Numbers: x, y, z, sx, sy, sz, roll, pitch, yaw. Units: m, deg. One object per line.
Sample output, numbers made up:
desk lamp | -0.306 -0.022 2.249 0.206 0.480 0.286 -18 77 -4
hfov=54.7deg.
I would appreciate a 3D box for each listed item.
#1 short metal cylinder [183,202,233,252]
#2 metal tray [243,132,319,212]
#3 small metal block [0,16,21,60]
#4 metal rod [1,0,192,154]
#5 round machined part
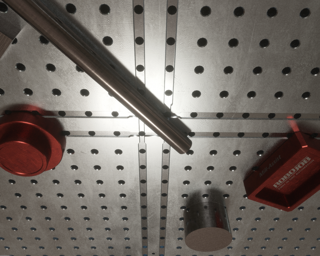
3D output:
short metal cylinder | 0.083 0.175 0.545 0.081 0.050 0.079 0 130 0
metal tray | 0.203 0.072 0.472 0.091 0.030 0.129 21 127 -17
small metal block | -0.186 -0.097 0.326 0.050 0.025 0.050 35 121 -27
metal rod | -0.063 -0.060 0.359 0.025 0.025 0.300 -33 123 25
round machined part | -0.183 0.029 0.423 0.099 0.042 0.097 -1 130 0
